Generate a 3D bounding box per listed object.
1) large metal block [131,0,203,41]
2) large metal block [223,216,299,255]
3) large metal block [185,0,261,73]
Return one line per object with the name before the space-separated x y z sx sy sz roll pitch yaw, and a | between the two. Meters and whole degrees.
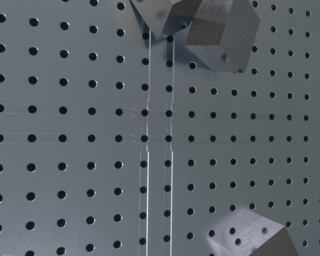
large metal block | 0.005 -0.167 0.375 0.050 0.080 0.080 -31 85 -17
large metal block | 0.153 0.192 0.456 0.080 0.050 0.080 -30 100 -17
large metal block | 0.086 -0.128 0.412 0.080 0.050 0.080 25 81 -50
